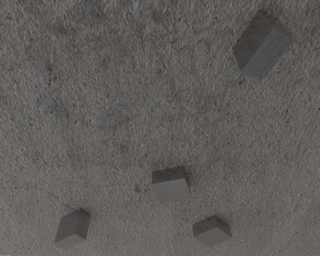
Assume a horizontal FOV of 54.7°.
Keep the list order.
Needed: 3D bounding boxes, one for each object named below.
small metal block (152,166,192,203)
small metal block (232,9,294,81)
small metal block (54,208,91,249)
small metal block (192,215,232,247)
[{"bbox_3d":[0.019,0.089,0.483,0.050,0.025,0.050,-12,129,10],"label":"small metal block"},{"bbox_3d":[0.103,-0.086,0.319,0.025,0.050,0.050,20,127,-16],"label":"small metal block"},{"bbox_3d":[-0.151,0.175,0.538,0.050,0.050,0.025,-30,124,23],"label":"small metal block"},{"bbox_3d":[0.096,0.191,0.570,0.050,0.025,0.050,-34,123,25],"label":"small metal block"}]
